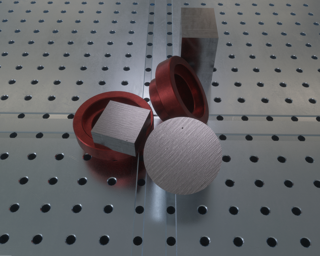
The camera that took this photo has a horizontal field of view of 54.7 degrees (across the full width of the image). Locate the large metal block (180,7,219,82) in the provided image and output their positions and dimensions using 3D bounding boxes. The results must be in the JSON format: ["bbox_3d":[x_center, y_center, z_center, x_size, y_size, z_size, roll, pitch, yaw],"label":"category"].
[{"bbox_3d":[0.056,-0.129,0.480,0.050,0.080,0.080,1,50,1],"label":"large metal block"}]

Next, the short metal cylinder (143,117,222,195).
[{"bbox_3d":[0.025,0.029,0.342,0.080,0.050,0.080,0,89,4],"label":"short metal cylinder"}]

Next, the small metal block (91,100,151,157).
[{"bbox_3d":[-0.043,0.000,0.353,0.050,0.025,0.050,15,52,11],"label":"small metal block"}]

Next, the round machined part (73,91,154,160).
[{"bbox_3d":[-0.057,0.001,0.395,0.099,0.042,0.098,0,50,0],"label":"round machined part"}]

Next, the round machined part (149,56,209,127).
[{"bbox_3d":[0.022,-0.041,0.408,0.042,0.098,0.098,-22,43,29],"label":"round machined part"}]
